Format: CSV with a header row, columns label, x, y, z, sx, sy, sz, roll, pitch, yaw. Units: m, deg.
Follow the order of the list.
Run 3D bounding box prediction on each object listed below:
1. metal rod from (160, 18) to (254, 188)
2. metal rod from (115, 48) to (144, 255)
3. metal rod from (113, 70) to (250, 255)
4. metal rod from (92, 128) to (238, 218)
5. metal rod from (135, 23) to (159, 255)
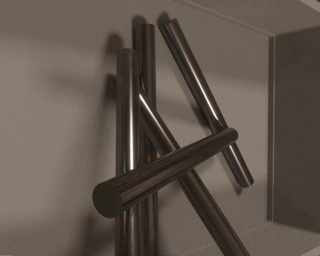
label,x,y,z,sx,sy,sz,roll,pitch,yaw
metal rod,0.080,-0.024,0.476,0.025,0.025,0.299,-45,118,-31
metal rod,-0.029,0.052,0.293,0.025,0.025,0.299,19,57,-39
metal rod,0.035,0.062,0.358,0.025,0.025,0.299,-29,83,-37
metal rod,0.036,0.030,0.340,0.302,0.025,0.025,-15,100,-61
metal rod,-0.016,0.021,0.394,0.025,0.025,0.298,-2,91,-40
